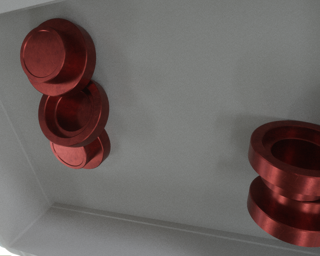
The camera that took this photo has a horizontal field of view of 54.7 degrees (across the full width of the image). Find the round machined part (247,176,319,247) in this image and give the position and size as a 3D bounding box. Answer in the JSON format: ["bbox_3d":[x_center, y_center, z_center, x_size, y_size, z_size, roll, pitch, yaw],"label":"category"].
[{"bbox_3d":[0.146,0.074,0.330,0.098,0.098,0.042,13,120,21],"label":"round machined part"}]

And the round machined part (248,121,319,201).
[{"bbox_3d":[0.139,0.034,0.310,0.098,0.098,0.042,13,124,21],"label":"round machined part"}]

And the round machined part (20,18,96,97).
[{"bbox_3d":[-0.133,-0.089,0.388,0.098,0.042,0.097,1,92,21],"label":"round machined part"}]

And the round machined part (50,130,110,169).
[{"bbox_3d":[-0.130,0.025,0.482,0.098,0.042,0.097,13,124,21],"label":"round machined part"}]

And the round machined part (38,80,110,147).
[{"bbox_3d":[-0.112,-0.022,0.423,0.098,0.042,0.097,-3,81,20],"label":"round machined part"}]
